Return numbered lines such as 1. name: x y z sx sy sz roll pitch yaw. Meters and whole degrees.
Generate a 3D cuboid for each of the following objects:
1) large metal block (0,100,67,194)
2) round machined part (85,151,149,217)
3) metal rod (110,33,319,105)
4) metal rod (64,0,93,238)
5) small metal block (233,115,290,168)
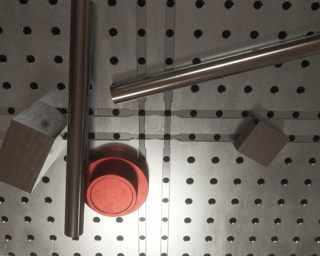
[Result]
1. large metal block: -0.157 0.020 0.389 0.050 0.080 0.080 27 108 -10
2. round machined part: -0.065 0.085 0.435 0.099 0.042 0.097 0 110 -1
3. metal rod: 0.086 -0.077 0.386 0.302 0.025 0.025 -14 110 4
4. metal rod: -0.104 -0.003 0.390 0.025 0.025 0.298 5 102 -2
5. small metal block: 0.137 0.018 0.422 0.050 0.025 0.050 29 107 -11
